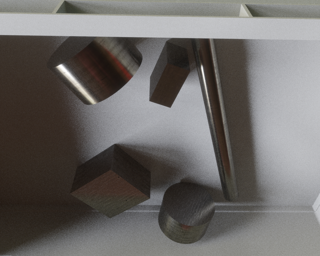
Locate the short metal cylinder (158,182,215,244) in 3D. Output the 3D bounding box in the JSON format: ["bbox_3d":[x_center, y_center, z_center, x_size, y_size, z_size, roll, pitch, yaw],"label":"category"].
[{"bbox_3d":[0.041,0.132,0.487,0.081,0.080,0.050,6,130,-6],"label":"short metal cylinder"}]

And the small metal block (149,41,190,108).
[{"bbox_3d":[0.009,-0.059,0.342,0.025,0.050,0.050,17,128,-14],"label":"small metal block"}]

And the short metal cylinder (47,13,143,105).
[{"bbox_3d":[-0.065,-0.070,0.313,0.080,0.080,0.050,-26,126,20],"label":"short metal cylinder"}]

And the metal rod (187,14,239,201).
[{"bbox_3d":[0.078,-0.001,0.409,0.025,0.025,0.299,-12,130,9],"label":"metal rod"}]

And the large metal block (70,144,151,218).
[{"bbox_3d":[-0.071,0.081,0.461,0.080,0.050,0.080,-32,124,24],"label":"large metal block"}]
